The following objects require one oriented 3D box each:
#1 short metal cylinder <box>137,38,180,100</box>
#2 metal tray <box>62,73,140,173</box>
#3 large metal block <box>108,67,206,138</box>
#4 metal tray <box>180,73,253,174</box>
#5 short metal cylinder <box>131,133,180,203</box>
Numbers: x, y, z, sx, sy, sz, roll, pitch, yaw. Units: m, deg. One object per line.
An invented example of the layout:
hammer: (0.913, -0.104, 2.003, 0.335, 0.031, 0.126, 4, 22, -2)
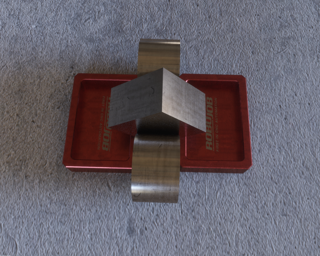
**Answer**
short metal cylinder: (-0.001, -0.076, 0.408, 0.050, 0.080, 0.080, 2, 70, 1)
metal tray: (-0.072, -0.008, 0.409, 0.091, 0.030, 0.130, 2, 70, 0)
large metal block: (-0.002, -0.021, 0.366, 0.080, 0.080, 0.050, -14, 65, 38)
metal tray: (0.069, -0.007, 0.410, 0.091, 0.030, 0.130, 2, 70, 0)
short metal cylinder: (-0.004, 0.047, 0.363, 0.050, 0.080, 0.080, 2, 70, 1)
